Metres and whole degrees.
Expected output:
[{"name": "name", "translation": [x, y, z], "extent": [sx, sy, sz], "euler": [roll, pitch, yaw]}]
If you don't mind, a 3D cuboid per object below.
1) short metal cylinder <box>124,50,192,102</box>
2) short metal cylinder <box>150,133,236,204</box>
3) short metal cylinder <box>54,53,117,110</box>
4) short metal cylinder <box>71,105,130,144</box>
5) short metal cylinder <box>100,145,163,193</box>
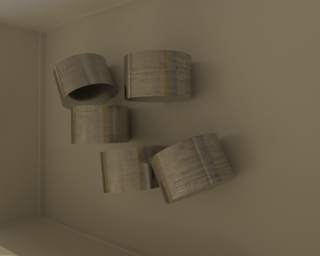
[{"name": "short metal cylinder", "translation": [-0.002, -0.059, 0.371], "extent": [0.080, 0.081, 0.050], "euler": [0, 90, 39]}, {"name": "short metal cylinder", "translation": [0.035, 0.046, 0.340], "extent": [0.080, 0.081, 0.050], "euler": [-33, 70, 35]}, {"name": "short metal cylinder", "translation": [-0.111, -0.067, 0.460], "extent": [0.080, 0.081, 0.050], "euler": [-32, 70, 35]}, {"name": "short metal cylinder", "translation": [-0.084, -0.004, 0.438], "extent": [0.080, 0.081, 0.050], "euler": [-2, 89, 39]}, {"name": "short metal cylinder", "translation": [-0.034, 0.052, 0.397], "extent": [0.080, 0.081, 0.050], "euler": [-11, 83, 39]}]
